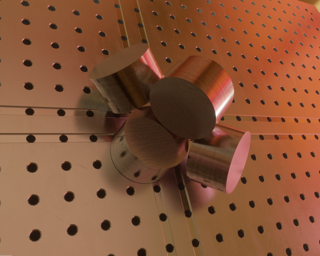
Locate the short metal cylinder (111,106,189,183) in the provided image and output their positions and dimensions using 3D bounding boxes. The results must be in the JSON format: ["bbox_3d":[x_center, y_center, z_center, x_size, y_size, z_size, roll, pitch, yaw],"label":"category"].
[{"bbox_3d":[-0.013,0.020,0.373,0.081,0.050,0.080,14,56,-21],"label":"short metal cylinder"}]

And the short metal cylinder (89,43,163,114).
[{"bbox_3d":[-0.039,-0.062,0.382,0.080,0.080,0.050,-55,129,-39],"label":"short metal cylinder"}]

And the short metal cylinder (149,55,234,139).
[{"bbox_3d":[0.036,-0.034,0.348,0.080,0.080,0.050,41,51,0],"label":"short metal cylinder"}]

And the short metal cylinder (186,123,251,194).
[{"bbox_3d":[0.074,0.035,0.384,0.050,0.079,0.080,18,45,27],"label":"short metal cylinder"}]

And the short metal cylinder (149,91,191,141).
[{"bbox_3d":[0.030,-0.026,0.425,0.081,0.050,0.080,14,56,-21],"label":"short metal cylinder"}]
